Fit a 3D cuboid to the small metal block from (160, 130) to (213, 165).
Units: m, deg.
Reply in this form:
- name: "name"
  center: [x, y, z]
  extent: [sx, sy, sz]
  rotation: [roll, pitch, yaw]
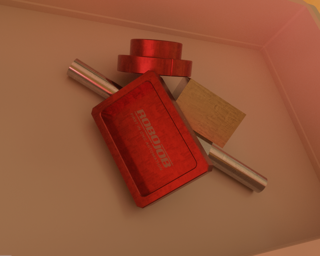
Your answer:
- name: "small metal block"
  center: [0.030, 0.024, 0.390]
  extent: [0.050, 0.050, 0.025]
  rotation: [33, 51, -7]

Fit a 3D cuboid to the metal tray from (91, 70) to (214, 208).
- name: "metal tray"
  center: [-0.011, 0.012, 0.352]
  extent: [0.130, 0.090, 0.030]
  rotation: [61, 13, 15]

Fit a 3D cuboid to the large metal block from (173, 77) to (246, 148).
- name: "large metal block"
  center: [0.055, -0.024, 0.409]
  extent: [0.080, 0.050, 0.080]
  rotation: [32, 9, -8]

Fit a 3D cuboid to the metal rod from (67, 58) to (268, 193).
- name: "metal rod"
  center: [0.015, 0.001, 0.413]
  extent: [0.301, 0.025, 0.025]
  rotation: [32, 51, -8]

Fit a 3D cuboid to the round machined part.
- name: "round machined part"
  center: [-0.006, -0.093, 0.410]
  extent: [0.099, 0.098, 0.042]
  rotation: [-2, 103, -30]
